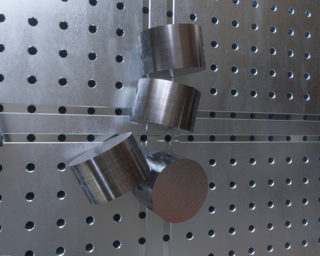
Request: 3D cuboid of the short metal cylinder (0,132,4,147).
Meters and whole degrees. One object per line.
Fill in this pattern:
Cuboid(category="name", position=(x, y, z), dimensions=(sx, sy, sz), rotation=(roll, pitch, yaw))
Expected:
Cuboid(category="short metal cylinder", position=(-0.206, 0.004, 0.307), dimensions=(0.081, 0.080, 0.050), rotation=(-15, 95, -20))

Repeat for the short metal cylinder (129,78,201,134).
Cuboid(category="short metal cylinder", position=(0.007, -0.026, 0.386), dimensions=(0.081, 0.080, 0.050), rotation=(13, 86, -20))

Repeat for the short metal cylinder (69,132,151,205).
Cuboid(category="short metal cylinder", position=(-0.058, 0.045, 0.362), dimensions=(0.080, 0.080, 0.050), rotation=(-29, 100, -18))

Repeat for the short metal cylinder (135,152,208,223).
Cuboid(category="short metal cylinder", position=(0.014, 0.074, 0.397), dimensions=(0.081, 0.050, 0.079), rotation=(-4, 98, -29))

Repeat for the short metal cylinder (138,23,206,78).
Cuboid(category="short metal cylinder", position=(0.015, -0.094, 0.389), dimensions=(0.081, 0.080, 0.050), rotation=(-8, 93, -20))
